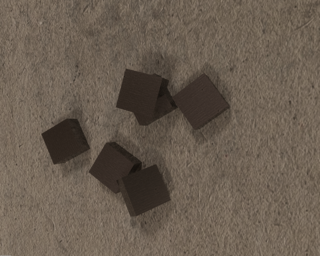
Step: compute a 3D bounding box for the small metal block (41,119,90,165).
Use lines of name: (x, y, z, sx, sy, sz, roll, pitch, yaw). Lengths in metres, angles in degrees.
small metal block: (-0.139, 0.020, 0.456, 0.050, 0.025, 0.050, -28, 81, 17)

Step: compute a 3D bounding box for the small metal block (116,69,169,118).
small metal block: (-0.022, -0.043, 0.389, 0.050, 0.025, 0.050, 17, 96, 18)

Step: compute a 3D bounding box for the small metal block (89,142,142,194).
small metal block: (-0.062, 0.054, 0.430, 0.050, 0.025, 0.050, 35, 101, 16)

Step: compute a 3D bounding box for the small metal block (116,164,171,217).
small metal block: (-0.021, 0.080, 0.401, 0.050, 0.025, 0.050, -19, 82, -27)

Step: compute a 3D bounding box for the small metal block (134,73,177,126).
small metal block: (-0.012, -0.037, 0.413, 0.050, 0.025, 0.050, -30, 81, 17)

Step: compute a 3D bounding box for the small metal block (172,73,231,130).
small metal block: (0.052, -0.032, 0.390, 0.050, 0.025, 0.050, -37, 79, 16)
